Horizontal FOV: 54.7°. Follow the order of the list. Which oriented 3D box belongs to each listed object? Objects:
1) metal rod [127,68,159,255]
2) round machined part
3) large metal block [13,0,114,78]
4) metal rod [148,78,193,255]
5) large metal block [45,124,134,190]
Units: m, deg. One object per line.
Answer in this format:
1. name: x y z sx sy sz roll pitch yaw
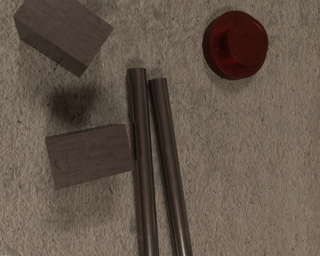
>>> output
1. metal rod: -0.020 0.073 0.402 0.025 0.025 0.298 -5 92 -20
2. round machined part: 0.114 -0.120 0.444 0.099 0.042 0.097 0 90 -21
3. large metal block: -0.106 -0.104 0.341 0.080 0.080 0.050 34 79 -17
4. metal rod: 0.018 0.083 0.417 0.025 0.025 0.298 -10 94 -20
5. large metal block: -0.083 0.028 0.350 0.081 0.080 0.050 -12 95 -20
